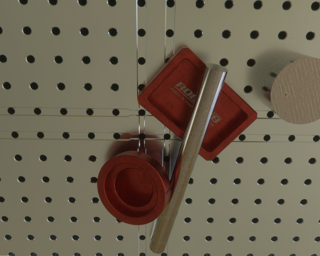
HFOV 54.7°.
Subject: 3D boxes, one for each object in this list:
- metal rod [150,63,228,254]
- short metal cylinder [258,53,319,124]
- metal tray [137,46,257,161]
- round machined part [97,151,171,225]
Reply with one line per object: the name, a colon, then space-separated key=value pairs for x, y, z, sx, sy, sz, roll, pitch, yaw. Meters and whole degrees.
metal rod: x=0.029 y=0.060 z=0.409 sx=0.025 sy=0.025 sz=0.298 roll=12 pitch=119 yaw=-5
short metal cylinder: x=0.169 y=-0.050 z=0.384 sx=0.081 sy=0.050 sz=0.079 roll=0 pitch=110 yaw=-1
metal tray: x=0.048 y=-0.030 z=0.400 sx=0.130 sy=0.030 sz=0.090 roll=40 pitch=105 yaw=-14
round machined part: x=-0.032 y=0.077 z=0.421 sx=0.098 sy=0.042 sz=0.097 roll=5 pitch=104 yaw=19
